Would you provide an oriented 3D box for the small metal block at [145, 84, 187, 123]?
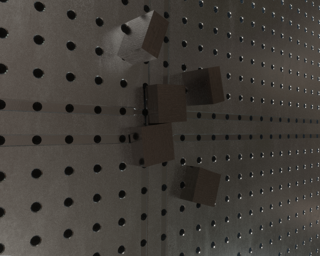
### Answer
[{"bbox_3d":[0.009,-0.032,0.418,0.050,0.025,0.050,-4,93,-40],"label":"small metal block"}]

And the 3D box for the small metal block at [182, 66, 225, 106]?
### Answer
[{"bbox_3d":[0.062,-0.060,0.447,0.025,0.050,0.050,-17,101,-39],"label":"small metal block"}]

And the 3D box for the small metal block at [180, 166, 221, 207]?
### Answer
[{"bbox_3d":[0.061,0.087,0.464,0.050,0.025,0.050,23,76,-38],"label":"small metal block"}]

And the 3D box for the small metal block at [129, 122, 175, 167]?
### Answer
[{"bbox_3d":[-0.010,0.020,0.403,0.050,0.025,0.050,-10,97,-40],"label":"small metal block"}]

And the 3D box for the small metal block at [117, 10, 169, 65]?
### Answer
[{"bbox_3d":[-0.021,-0.108,0.377,0.025,0.050,0.050,27,73,-37],"label":"small metal block"}]
